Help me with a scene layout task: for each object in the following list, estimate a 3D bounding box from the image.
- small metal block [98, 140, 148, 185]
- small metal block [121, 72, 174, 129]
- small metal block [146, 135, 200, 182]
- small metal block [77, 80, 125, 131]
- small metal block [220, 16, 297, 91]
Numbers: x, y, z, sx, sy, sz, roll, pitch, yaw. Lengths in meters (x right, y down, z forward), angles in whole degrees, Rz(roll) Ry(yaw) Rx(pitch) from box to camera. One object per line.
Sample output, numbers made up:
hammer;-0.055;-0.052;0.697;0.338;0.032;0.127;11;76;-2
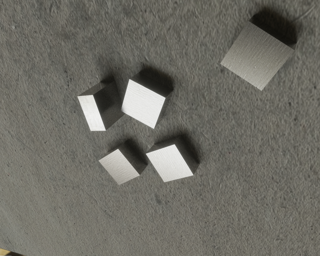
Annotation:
small metal block;-0.056;0.053;0.469;0.050;0.025;0.050;-31;102;38
small metal block;-0.017;-0.035;0.394;0.050;0.025;0.050;29;128;10
small metal block;0.018;0.043;0.424;0.050;0.025;0.050;-21;107;36
small metal block;-0.076;-0.030;0.412;0.025;0.050;0.050;-1;118;29
small metal block;0.098;-0.074;0.309;0.050;0.025;0.050;35;129;5
